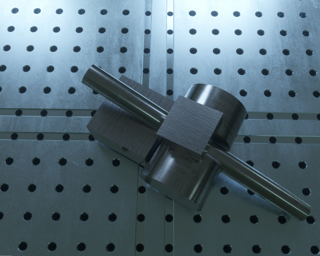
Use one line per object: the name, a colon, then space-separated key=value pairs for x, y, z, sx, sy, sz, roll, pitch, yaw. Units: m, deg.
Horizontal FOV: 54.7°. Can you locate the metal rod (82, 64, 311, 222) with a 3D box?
metal rod: x=0.046 y=0.020 z=0.359 sx=0.301 sy=0.025 sz=0.025 roll=33 pitch=73 yaw=-5

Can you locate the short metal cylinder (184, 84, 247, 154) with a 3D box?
short metal cylinder: x=0.059 y=-0.010 z=0.384 sx=0.080 sy=0.080 sz=0.050 roll=26 pitch=72 yaw=9

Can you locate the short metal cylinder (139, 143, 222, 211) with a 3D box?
short metal cylinder: x=0.024 y=0.054 z=0.359 sx=0.080 sy=0.080 sz=0.050 roll=28 pitch=73 yaw=10

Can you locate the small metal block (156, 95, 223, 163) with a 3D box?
small metal block: x=0.032 y=0.000 z=0.324 sx=0.050 sy=0.025 sz=0.050 roll=25 pitch=72 yaw=17

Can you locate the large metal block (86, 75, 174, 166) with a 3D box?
large metal block: x=-0.032 y=-0.008 z=0.395 sx=0.080 sy=0.050 sz=0.080 roll=28 pitch=72 yaw=9
